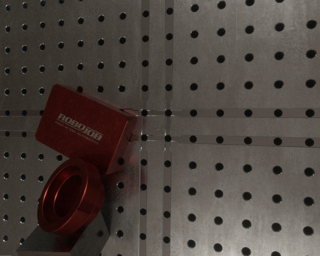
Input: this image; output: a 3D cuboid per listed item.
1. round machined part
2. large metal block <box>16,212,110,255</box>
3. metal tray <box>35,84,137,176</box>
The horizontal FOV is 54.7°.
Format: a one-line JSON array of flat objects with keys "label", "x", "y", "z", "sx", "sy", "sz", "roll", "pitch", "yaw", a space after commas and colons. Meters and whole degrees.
[{"label": "round machined part", "x": -0.110, "y": 0.091, "z": 0.402, "sx": 0.098, "sy": 0.042, "sz": 0.098, "roll": -25, "pitch": 47, "yaw": 30}, {"label": "large metal block", "x": -0.127, "y": 0.156, "z": 0.419, "sx": 0.080, "sy": 0.080, "sz": 0.050, "roll": -6, "pitch": 112, "yaw": 19}, {"label": "metal tray", "x": -0.109, "y": 0.001, "z": 0.447, "sx": 0.130, "sy": 0.030, "sz": 0.089, "roll": 25, "pitch": 98, "yaw": 18}]
